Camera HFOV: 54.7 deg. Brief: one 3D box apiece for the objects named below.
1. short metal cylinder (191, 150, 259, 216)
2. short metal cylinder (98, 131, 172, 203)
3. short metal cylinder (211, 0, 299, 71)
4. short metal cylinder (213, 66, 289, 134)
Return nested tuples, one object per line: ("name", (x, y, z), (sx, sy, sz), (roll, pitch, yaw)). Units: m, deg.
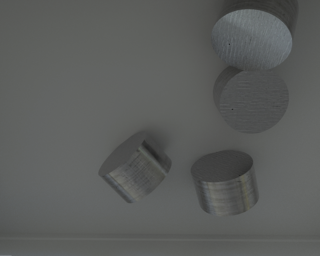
("short metal cylinder", (0.086, 0.070, 0.409), (0.080, 0.080, 0.050), (-14, 110, 5))
("short metal cylinder", (-0.032, 0.049, 0.400), (0.080, 0.080, 0.050), (-37, 106, 12))
("short metal cylinder", (0.100, -0.106, 0.326), (0.080, 0.050, 0.080), (17, 151, 10))
("short metal cylinder", (0.110, -0.039, 0.384), (0.081, 0.050, 0.079), (0, 110, 0))
